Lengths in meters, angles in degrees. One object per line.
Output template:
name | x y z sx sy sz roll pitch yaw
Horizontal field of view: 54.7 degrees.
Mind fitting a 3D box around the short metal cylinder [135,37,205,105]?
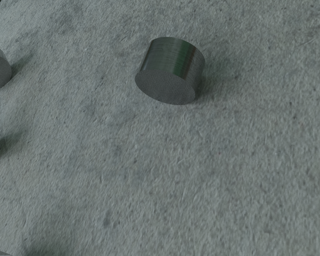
short metal cylinder | 0.014 -0.072 0.405 0.080 0.080 0.050 5 65 30

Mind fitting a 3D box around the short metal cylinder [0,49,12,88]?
short metal cylinder | -0.348 -0.123 0.623 0.080 0.080 0.050 -41 51 0

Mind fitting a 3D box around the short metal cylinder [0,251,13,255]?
short metal cylinder | -0.193 0.179 0.358 0.080 0.080 0.050 14 69 33
